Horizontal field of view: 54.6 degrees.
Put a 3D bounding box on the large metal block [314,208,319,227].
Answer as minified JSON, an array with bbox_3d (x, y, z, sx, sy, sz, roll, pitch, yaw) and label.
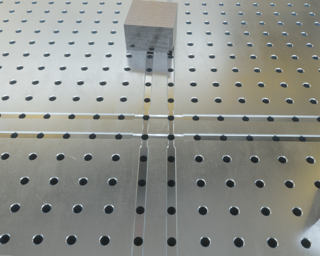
[{"bbox_3d":[0.223,0.080,0.326,0.080,0.050,0.080,26,55,20],"label":"large metal block"}]

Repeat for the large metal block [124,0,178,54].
[{"bbox_3d":[-0.013,-0.178,0.541,0.080,0.050,0.080,6,50,5],"label":"large metal block"}]
